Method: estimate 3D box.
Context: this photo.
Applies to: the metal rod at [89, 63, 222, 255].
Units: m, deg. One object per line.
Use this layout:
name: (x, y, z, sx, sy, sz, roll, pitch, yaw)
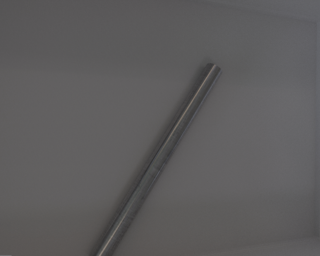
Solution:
metal rod: (-0.001, 0.041, 0.409, 0.025, 0.025, 0.300, 35, 79, -17)
